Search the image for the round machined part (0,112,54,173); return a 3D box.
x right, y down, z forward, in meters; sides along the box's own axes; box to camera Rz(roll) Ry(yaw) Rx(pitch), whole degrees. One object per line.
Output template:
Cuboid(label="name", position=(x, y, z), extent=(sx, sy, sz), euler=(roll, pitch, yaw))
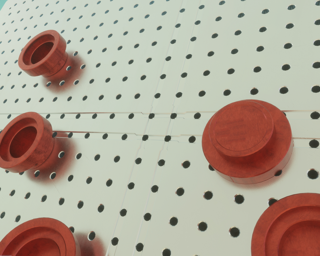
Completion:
Cuboid(label="round machined part", position=(-0.210, 0.026, 0.493), extent=(0.098, 0.042, 0.098), euler=(-13, 56, 21))

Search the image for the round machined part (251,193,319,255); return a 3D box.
Cuboid(label="round machined part", position=(0.131, 0.109, 0.262), extent=(0.098, 0.042, 0.098), euler=(-13, 56, 21))

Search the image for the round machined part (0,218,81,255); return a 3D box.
Cuboid(label="round machined part", position=(-0.141, 0.159, 0.362), extent=(0.098, 0.042, 0.098), euler=(-3, 50, 4))

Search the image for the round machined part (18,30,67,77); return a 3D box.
Cuboid(label="round machined part", position=(-0.221, -0.139, 0.600), extent=(0.098, 0.042, 0.098), euler=(-13, 56, 21))

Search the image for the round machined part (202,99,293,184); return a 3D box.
Cuboid(label="round machined part", position=(0.093, 0.009, 0.344), extent=(0.098, 0.042, 0.098), euler=(-13, 56, 21))
